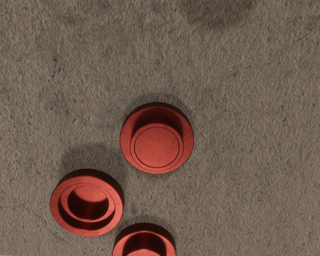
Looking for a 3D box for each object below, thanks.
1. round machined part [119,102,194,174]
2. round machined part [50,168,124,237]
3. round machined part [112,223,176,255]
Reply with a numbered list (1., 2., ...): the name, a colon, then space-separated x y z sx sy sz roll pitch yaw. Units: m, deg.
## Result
1. round machined part: -0.004 0.018 0.407 0.099 0.042 0.097 0 110 -1
2. round machined part: -0.099 0.100 0.436 0.099 0.042 0.097 0 110 -1
3. round machined part: -0.024 0.198 0.473 0.099 0.042 0.097 0 110 -1
